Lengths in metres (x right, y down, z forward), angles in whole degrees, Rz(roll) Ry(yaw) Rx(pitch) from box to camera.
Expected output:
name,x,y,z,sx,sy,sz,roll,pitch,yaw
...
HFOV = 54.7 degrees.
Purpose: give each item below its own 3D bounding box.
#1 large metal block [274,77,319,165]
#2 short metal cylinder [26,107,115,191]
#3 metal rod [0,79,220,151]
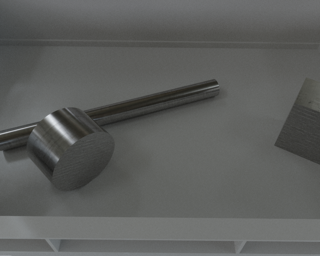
name,x,y,z,sx,sy,sz,roll,pitch,yaw
large metal block,0.197,-0.003,0.375,0.080,0.080,0.050,25,54,19
short metal cylinder,-0.099,0.024,0.348,0.080,0.080,0.050,-37,60,-27
metal rod,-0.060,-0.022,0.422,0.302,0.025,0.025,-15,52,-13
